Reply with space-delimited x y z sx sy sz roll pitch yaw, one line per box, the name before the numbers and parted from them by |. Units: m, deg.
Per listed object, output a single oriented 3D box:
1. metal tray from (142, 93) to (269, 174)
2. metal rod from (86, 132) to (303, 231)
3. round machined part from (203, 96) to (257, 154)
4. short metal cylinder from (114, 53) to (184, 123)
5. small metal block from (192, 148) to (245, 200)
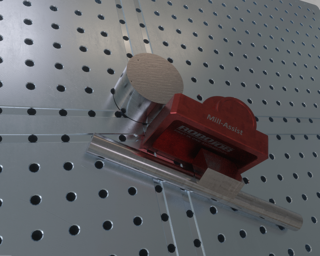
metal tray | 0.055 0.017 0.385 0.131 0.090 0.030 24 53 -14
metal rod | 0.055 0.074 0.392 0.302 0.025 0.025 23 53 -14
round machined part | 0.102 -0.007 0.457 0.099 0.042 0.098 14 56 -21
short metal cylinder | -0.016 -0.053 0.416 0.081 0.050 0.080 14 56 -22
small metal block | 0.071 0.055 0.383 0.050 0.025 0.050 24 21 -12
